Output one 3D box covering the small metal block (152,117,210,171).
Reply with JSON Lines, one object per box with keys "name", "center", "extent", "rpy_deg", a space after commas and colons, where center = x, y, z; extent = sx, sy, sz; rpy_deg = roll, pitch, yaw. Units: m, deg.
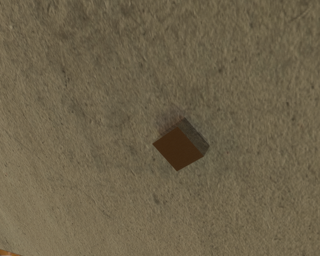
{"name": "small metal block", "center": [0.027, 0.022, 0.405], "extent": [0.050, 0.025, 0.050], "rpy_deg": [49, 128, -7]}
